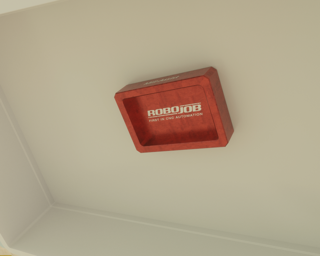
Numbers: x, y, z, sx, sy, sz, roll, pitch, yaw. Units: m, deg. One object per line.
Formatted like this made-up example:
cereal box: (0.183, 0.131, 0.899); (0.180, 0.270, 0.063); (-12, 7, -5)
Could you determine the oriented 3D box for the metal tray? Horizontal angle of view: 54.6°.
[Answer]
metal tray: (0.016, -0.018, 0.386); (0.130, 0.030, 0.090); (-7, 115, 31)
